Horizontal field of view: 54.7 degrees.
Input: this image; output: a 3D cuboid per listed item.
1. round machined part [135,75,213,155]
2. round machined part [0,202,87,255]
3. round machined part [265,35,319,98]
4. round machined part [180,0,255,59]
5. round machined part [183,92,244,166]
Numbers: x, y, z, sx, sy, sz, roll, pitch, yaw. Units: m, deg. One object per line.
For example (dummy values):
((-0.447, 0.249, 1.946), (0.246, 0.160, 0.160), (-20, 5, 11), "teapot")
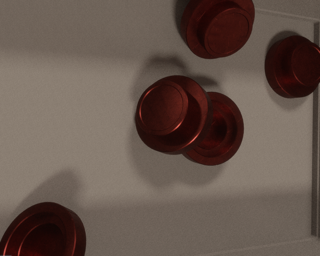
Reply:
((0.011, -0.019, 0.375), (0.042, 0.098, 0.098), (27, 78, -58), "round machined part")
((-0.123, 0.134, 0.338), (0.098, 0.098, 0.042), (-52, 145, -13), "round machined part")
((0.218, -0.096, 0.484), (0.099, 0.042, 0.097), (0, 90, -21), "round machined part")
((0.080, -0.132, 0.404), (0.099, 0.042, 0.097), (-14, 137, -13), "round machined part")
((0.062, 0.001, 0.426), (0.099, 0.042, 0.097), (0, 90, -21), "round machined part")
